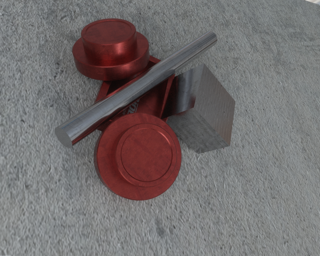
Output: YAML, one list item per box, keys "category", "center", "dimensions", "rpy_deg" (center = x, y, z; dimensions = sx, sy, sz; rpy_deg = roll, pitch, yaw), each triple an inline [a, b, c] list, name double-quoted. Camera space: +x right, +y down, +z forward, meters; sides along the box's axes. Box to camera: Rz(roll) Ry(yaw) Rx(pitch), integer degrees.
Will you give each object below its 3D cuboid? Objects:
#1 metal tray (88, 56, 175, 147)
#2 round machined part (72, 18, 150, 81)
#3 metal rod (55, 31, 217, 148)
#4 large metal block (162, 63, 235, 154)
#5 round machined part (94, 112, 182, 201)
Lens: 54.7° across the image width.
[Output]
- category: "metal tray"
  center: [-0.033, -0.046, 0.412]
  dimensions: [0.091, 0.030, 0.130]
  rpy_deg: [22, 53, -15]
- category: "round machined part"
  center: [-0.064, -0.107, 0.400]
  dimensions: [0.099, 0.042, 0.098]
  rpy_deg: [-1, 45, 1]
- category: "metal rod"
  center: [-0.008, -0.067, 0.404]
  dimensions: [0.025, 0.025, 0.302]
  rpy_deg: [46, 51, 4]
- category: "large metal block"
  center: [0.055, -0.024, 0.415]
  dimensions: [0.080, 0.050, 0.080]
  rpy_deg: [43, 46, -31]
- category: "round machined part"
  center: [-0.020, 0.031, 0.343]
  dimensions: [0.099, 0.042, 0.097]
  rpy_deg: [3, 81, -21]
